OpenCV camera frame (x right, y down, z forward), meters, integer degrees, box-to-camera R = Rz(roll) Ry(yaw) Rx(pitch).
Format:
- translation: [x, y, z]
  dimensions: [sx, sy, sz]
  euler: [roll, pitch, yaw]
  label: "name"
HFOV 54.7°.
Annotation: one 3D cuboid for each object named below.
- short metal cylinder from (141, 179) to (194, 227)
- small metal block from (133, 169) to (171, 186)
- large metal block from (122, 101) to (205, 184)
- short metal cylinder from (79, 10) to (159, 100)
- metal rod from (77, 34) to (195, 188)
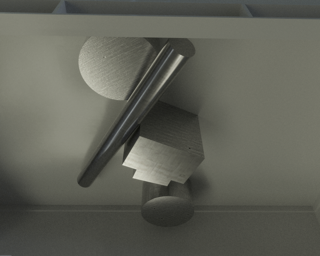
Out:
- translation: [0.012, 0.112, 0.488]
  dimensions: [0.081, 0.050, 0.079]
  euler: [0, 130, 0]
  label: "short metal cylinder"
- translation: [-0.009, 0.049, 0.434]
  dimensions: [0.050, 0.050, 0.025]
  euler: [16, 128, -14]
  label: "small metal block"
- translation: [0.003, 0.013, 0.384]
  dimensions: [0.080, 0.080, 0.050]
  euler: [20, 127, -17]
  label: "large metal block"
- translation: [-0.040, -0.076, 0.327]
  dimensions: [0.081, 0.050, 0.079]
  euler: [0, 130, 0]
  label: "short metal cylinder"
- translation: [-0.048, 0.006, 0.366]
  dimensions: [0.025, 0.025, 0.298]
  euler: [21, 141, -18]
  label: "metal rod"
